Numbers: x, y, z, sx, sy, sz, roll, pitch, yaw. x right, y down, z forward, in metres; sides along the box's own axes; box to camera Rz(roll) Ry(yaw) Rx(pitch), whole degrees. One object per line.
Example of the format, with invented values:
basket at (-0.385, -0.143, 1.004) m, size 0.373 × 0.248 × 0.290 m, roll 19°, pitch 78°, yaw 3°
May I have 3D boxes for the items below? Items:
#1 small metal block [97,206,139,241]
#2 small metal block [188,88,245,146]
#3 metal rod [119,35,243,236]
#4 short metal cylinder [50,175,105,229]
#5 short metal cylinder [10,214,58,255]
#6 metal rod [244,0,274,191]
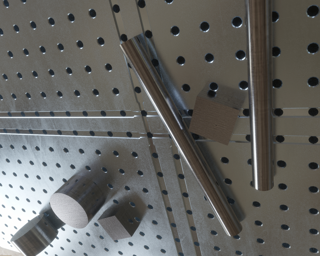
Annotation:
small metal block at (-0.076, 0.172, 0.558) m, size 0.050 × 0.025 × 0.050 m, roll -26°, pitch 105°, yaw 37°
small metal block at (0.066, -0.014, 0.368) m, size 0.050 × 0.025 × 0.050 m, roll 21°, pitch 126°, yaw 15°
metal rod at (0.034, 0.021, 0.406) m, size 0.025 × 0.025 × 0.299 m, roll -19°, pitch 109°, yaw 35°
short metal cylinder at (-0.148, 0.132, 0.555) m, size 0.080 × 0.050 × 0.079 m, roll 13°, pitch 124°, yaw 21°
short metal cylinder at (-0.265, 0.229, 0.657) m, size 0.080 × 0.080 × 0.050 m, roll -26°, pitch 104°, yaw 37°
metal rod at (0.103, -0.060, 0.319) m, size 0.025 × 0.025 × 0.298 m, roll 3°, pitch 120°, yaw 26°
